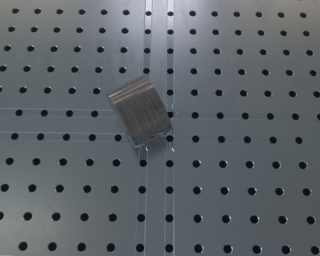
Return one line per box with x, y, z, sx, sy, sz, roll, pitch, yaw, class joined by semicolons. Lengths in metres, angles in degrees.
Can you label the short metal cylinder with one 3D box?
-0.028;-0.020;0.389;0.050;0.080;0.080;-28;73;-10;short metal cylinder
